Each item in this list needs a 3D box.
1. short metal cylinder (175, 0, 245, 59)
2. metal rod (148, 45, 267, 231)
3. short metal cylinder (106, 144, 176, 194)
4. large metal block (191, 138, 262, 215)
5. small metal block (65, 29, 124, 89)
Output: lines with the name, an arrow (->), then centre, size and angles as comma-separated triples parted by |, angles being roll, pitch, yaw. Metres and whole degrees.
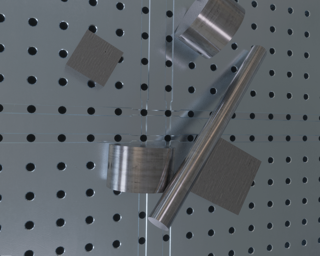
short metal cylinder -> 0.064, -0.139, 0.407 | 0.050, 0.080, 0.080 | 32, 80, -17
metal rod -> 0.074, -0.007, 0.396 | 0.025, 0.025, 0.301 | 44, 60, -15
short metal cylinder -> -0.023, 0.046, 0.375 | 0.081, 0.080, 0.050 | 4, 89, -20
large metal block -> 0.080, 0.062, 0.429 | 0.080, 0.050, 0.080 | 29, 80, -18
small metal block -> -0.081, -0.084, 0.383 | 0.050, 0.025, 0.050 | 31, 80, -18
